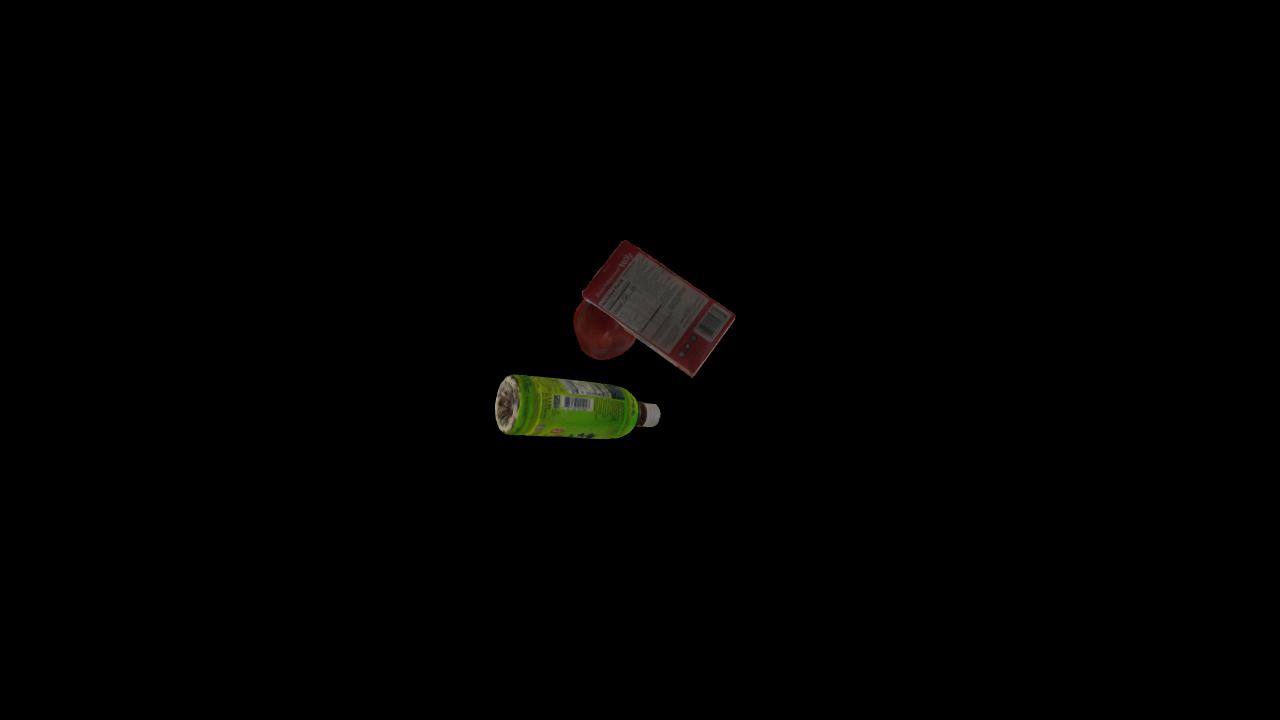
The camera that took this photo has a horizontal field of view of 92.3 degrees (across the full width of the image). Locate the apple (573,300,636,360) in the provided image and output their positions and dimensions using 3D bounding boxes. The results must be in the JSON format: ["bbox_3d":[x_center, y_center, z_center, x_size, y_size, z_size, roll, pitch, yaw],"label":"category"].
[{"bbox_3d":[-0.039,-0.044,0.717,0.079,0.079,0.093,0,-43,-35],"label":"apple"}]

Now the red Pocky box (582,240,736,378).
[{"bbox_3d":[0.020,-0.058,0.683,0.155,0.083,0.028,36,-7,9],"label":"red Pocky box"}]

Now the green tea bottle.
[{"bbox_3d":[-0.067,0.062,0.755,0.212,0.073,0.073,8,-4,-33],"label":"green tea bottle"}]
